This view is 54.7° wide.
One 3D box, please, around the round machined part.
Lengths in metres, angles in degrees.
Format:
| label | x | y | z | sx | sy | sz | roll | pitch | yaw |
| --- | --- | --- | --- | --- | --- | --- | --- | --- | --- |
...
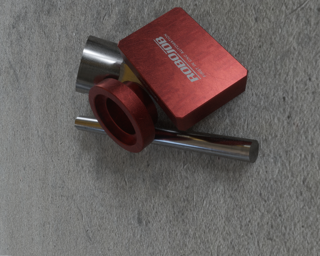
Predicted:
| label | x | y | z | sx | sy | sz | roll | pitch | yaw |
| --- | --- | --- | --- | --- | --- | --- | --- | --- | --- |
| round machined part | -0.041 | -0.020 | 0.389 | 0.098 | 0.042 | 0.097 | 35 | 148 | 26 |

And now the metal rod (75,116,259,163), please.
| label | x | y | z | sx | sy | sz | roll | pitch | yaw |
| --- | --- | --- | --- | --- | --- | --- | --- | --- | --- |
| metal rod | -0.016 | 0.008 | 0.420 | 0.300 | 0.025 | 0.025 | 8 | 95 | 39 |

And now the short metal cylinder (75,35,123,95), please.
| label | x | y | z | sx | sy | sz | roll | pitch | yaw |
| --- | --- | --- | --- | --- | --- | --- | --- | --- | --- |
| short metal cylinder | -0.082 | -0.082 | 0.432 | 0.080 | 0.050 | 0.080 | -164 | 89 | -79 |

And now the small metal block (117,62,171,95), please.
| label | x | y | z | sx | sy | sz | roll | pitch | yaw |
| --- | --- | --- | --- | --- | --- | --- | --- | --- | --- |
| small metal block | -0.019 | -0.063 | 0.404 | 0.050 | 0.050 | 0.025 | 30 | 109 | 36 |

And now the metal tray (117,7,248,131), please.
| label | x | y | z | sx | sy | sz | roll | pitch | yaw |
| --- | --- | --- | --- | --- | --- | --- | --- | --- | --- |
| metal tray | 0.023 | -0.071 | 0.351 | 0.090 | 0.030 | 0.130 | -34 | 63 | -7 |
